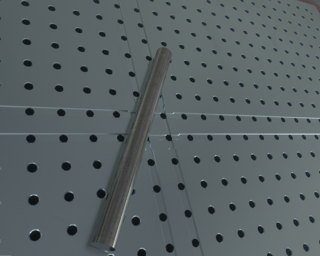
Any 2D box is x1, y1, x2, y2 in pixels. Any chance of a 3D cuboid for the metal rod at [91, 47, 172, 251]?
[{"bbox_3d":[-0.025,0.001,0.395,0.025,0.025,0.300,25,53,-13],"label":"metal rod"}]
